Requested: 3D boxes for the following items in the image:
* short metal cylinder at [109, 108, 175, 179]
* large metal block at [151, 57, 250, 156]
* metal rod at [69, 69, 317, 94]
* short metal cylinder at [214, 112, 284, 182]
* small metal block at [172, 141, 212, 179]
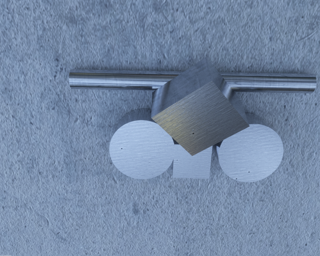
[{"bbox_3d":[-0.022,0.019,0.404,0.081,0.050,0.079,0,110,0],"label":"short metal cylinder"},{"bbox_3d":[0.047,-0.023,0.371,0.080,0.050,0.080,-31,124,24],"label":"large metal block"},{"bbox_3d":[0.041,-0.059,0.389,0.302,0.025,0.025,1,110,-1],"label":"metal rod"},{"bbox_3d":[0.113,0.024,0.407,0.081,0.050,0.079,0,110,0],"label":"short metal cylinder"},{"bbox_3d":[0.043,0.041,0.427,0.050,0.025,0.050,2,110,-1],"label":"small metal block"}]
